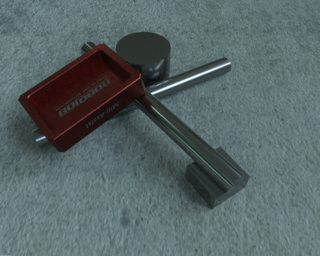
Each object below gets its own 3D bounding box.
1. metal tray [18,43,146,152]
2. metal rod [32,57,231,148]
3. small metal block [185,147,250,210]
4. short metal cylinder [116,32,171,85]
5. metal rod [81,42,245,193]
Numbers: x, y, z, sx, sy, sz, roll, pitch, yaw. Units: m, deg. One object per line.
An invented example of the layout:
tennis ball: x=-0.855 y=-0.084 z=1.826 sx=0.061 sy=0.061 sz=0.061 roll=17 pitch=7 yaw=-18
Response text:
metal tray: x=-0.096 y=-0.042 z=0.385 sx=0.131 sy=0.030 sz=0.090 roll=-38 pitch=59 yaw=-14
metal rod: x=-0.026 y=-0.043 z=0.441 sx=0.302 sy=0.025 sz=0.025 roll=-24 pitch=54 yaw=-19
small metal block: x=0.065 y=0.057 z=0.358 sx=0.050 sy=0.025 sz=0.050 roll=-27 pitch=55 yaw=-21
short metal cylinder: x=-0.024 y=-0.103 z=0.474 sx=0.081 sy=0.050 sz=0.080 roll=0 pitch=50 yaw=0
metal rod: x=-0.015 y=-0.031 z=0.398 sx=0.025 sy=0.025 sz=0.300 roll=-32 pitch=57 yaw=-24
